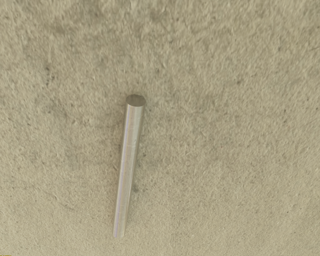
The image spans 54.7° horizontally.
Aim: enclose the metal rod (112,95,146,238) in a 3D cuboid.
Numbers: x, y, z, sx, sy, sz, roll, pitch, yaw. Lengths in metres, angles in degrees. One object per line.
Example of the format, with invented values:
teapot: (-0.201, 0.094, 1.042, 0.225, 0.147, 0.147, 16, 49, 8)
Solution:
metal rod: (-0.052, 0.079, 0.473, 0.025, 0.025, 0.298, 7, 130, -6)
